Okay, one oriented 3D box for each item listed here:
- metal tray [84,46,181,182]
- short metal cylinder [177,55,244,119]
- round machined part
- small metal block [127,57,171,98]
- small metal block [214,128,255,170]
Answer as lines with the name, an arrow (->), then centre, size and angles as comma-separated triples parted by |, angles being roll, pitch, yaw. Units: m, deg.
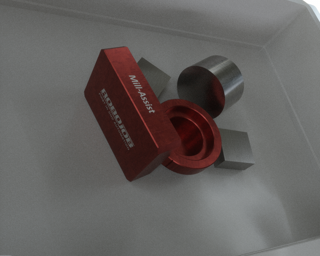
metal tray -> -0.037, -0.014, 0.352 | 0.030, 0.090, 0.130 | -19, 72, -35
short metal cylinder -> 0.072, -0.058, 0.445 | 0.050, 0.080, 0.080 | -33, 81, -38
round machined part -> 0.026, 0.015, 0.398 | 0.099, 0.042, 0.098 | 14, 56, -21
small metal block -> -0.020, -0.063, 0.433 | 0.050, 0.025, 0.050 | 34, 52, -5
small metal block -> 0.102, 0.031, 0.442 | 0.050, 0.025, 0.050 | 8, 58, -23
